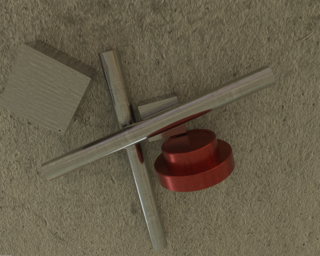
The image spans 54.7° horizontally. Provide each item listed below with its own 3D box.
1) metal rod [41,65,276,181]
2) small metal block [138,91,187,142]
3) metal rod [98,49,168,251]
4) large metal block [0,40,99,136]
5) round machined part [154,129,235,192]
[{"bbox_3d":[-0.007,-0.003,0.381,0.301,0.025,0.025,-23,109,7],"label":"metal rod"},{"bbox_3d":[0.003,-0.015,0.404,0.050,0.025,0.050,-15,110,5],"label":"small metal block"},{"bbox_3d":[-0.032,0.043,0.425,0.025,0.025,0.298,-12,110,4],"label":"metal rod"},{"bbox_3d":[-0.132,-0.050,0.376,0.080,0.050,0.080,27,108,-10],"label":"large metal block"},{"bbox_3d":[0.040,0.034,0.384,0.098,0.098,0.042,-14,110,5],"label":"round machined part"}]
